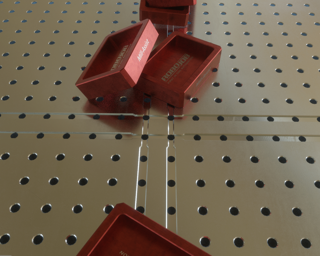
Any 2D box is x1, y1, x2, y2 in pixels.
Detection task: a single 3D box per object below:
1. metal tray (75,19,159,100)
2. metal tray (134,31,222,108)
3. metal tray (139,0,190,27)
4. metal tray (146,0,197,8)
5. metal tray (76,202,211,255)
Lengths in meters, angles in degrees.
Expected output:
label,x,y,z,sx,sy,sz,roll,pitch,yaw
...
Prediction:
label,x,y,z,sx,sy,sz,roll,pitch,yaw
metal tray,-0.062,-0.105,0.465,0.090,0.030,0.130,-10,43,31
metal tray,0.028,-0.096,0.485,0.090,0.030,0.130,26,55,20
metal tray,0.012,-0.258,0.599,0.090,0.030,0.130,5,63,-1
metal tray,0.027,-0.272,0.605,0.090,0.030,0.130,-1,38,9
metal tray,-0.011,0.140,0.287,0.130,0.030,0.090,26,55,20
